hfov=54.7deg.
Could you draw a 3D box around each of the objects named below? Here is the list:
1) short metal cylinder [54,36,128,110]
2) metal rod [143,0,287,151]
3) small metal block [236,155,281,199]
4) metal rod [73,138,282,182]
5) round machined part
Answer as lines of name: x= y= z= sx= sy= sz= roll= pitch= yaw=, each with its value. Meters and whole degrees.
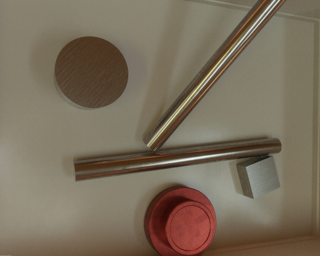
short metal cylinder: x=-0.083 y=-0.062 z=0.367 sx=0.081 sy=0.050 sz=0.079 roll=0 pitch=90 yaw=-21
metal rod: x=0.081 y=-0.089 z=0.372 sx=0.025 sy=0.025 sz=0.299 roll=35 pitch=105 yaw=-17
small metal block: x=0.148 y=0.072 z=0.467 sx=0.050 sy=0.025 sz=0.050 roll=-18 pitch=96 yaw=-20
metal rod: x=0.038 y=0.040 z=0.425 sx=0.303 sy=0.025 sz=0.025 roll=-5 pitch=92 yaw=-20
round machined part: x=0.032 y=0.128 z=0.410 sx=0.099 sy=0.042 sz=0.097 roll=2 pitch=84 yaw=-20
